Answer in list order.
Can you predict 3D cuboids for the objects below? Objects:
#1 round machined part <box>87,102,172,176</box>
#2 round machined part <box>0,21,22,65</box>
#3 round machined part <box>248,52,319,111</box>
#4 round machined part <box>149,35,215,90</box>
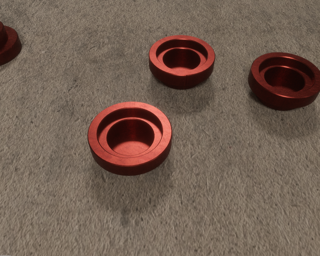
[{"bbox_3d":[-0.035,0.017,0.378,0.099,0.042,0.098,0,50,0],"label":"round machined part"},{"bbox_3d":[-0.286,-0.144,0.510,0.099,0.042,0.098,0,50,0],"label":"round machined part"},{"bbox_3d":[0.177,-0.063,0.448,0.099,0.042,0.098,0,50,0],"label":"round machined part"},{"bbox_3d":[0.032,-0.096,0.474,0.099,0.042,0.098,0,50,0],"label":"round machined part"}]
